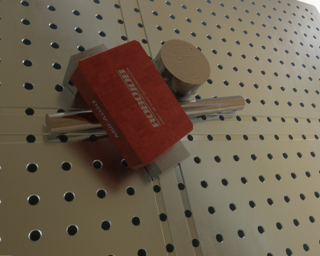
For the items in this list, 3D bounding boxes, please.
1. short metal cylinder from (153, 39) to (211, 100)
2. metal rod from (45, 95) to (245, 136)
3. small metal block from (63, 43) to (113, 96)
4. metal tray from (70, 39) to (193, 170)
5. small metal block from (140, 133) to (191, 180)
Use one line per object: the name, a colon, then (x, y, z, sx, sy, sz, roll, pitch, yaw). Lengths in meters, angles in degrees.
short metal cylinder: (0.027, -0.083, 0.458, 0.081, 0.050, 0.080, 14, 56, -21)
metal rod: (0.002, -0.022, 0.425, 0.303, 0.025, 0.025, -8, 66, -32)
small metal block: (-0.089, -0.073, 0.389, 0.025, 0.050, 0.050, 49, 51, 6)
metal tray: (-0.029, -0.030, 0.359, 0.091, 0.030, 0.130, -35, 93, -38)
small metal block: (0.002, 0.029, 0.391, 0.050, 0.025, 0.050, -26, 76, -37)
